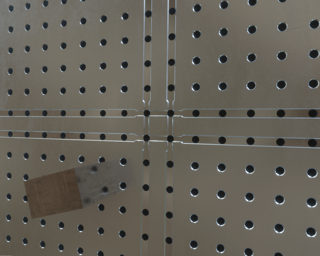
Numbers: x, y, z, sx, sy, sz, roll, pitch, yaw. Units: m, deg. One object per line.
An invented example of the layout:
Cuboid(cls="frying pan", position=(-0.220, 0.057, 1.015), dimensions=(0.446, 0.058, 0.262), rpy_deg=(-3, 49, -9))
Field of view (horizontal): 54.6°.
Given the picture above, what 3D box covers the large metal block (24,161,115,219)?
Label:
Cuboid(cls="large metal block", position=(-0.121, 0.083, 0.427), dimensions=(0.080, 0.080, 0.050), rpy_deg=(-16, 85, 19))
